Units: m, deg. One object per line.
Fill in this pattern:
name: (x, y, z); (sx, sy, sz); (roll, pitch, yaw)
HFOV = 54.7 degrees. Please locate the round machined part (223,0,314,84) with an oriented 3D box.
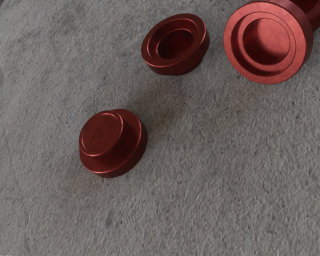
round machined part: (0.128, -0.104, 0.361); (0.098, 0.097, 0.042); (20, 46, 35)

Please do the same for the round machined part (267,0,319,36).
round machined part: (0.171, -0.153, 0.397); (0.098, 0.042, 0.098); (-13, 56, 21)

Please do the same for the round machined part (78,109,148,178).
round machined part: (-0.070, 0.015, 0.421); (0.098, 0.042, 0.098); (-13, 56, 21)

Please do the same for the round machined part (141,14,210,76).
round machined part: (0.026, -0.115, 0.450); (0.098, 0.042, 0.098); (-13, 56, 21)
